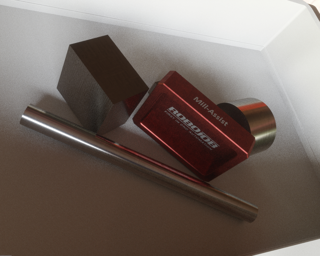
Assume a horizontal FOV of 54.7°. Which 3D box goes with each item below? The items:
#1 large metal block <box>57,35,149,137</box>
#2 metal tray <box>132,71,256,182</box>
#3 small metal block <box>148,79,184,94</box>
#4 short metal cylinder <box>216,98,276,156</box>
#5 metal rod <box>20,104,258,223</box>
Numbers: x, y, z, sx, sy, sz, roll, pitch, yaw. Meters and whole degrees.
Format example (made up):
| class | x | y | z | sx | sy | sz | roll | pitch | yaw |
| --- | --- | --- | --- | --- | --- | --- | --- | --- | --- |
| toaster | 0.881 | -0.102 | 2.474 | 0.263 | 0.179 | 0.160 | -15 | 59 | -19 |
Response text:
| class | x | y | z | sx | sy | sz | roll | pitch | yaw |
| --- | --- | --- | --- | --- | --- | --- | --- | --- | --- |
| large metal block | -0.070 | -0.046 | 0.360 | 0.050 | 0.080 | 0.080 | -30 | 79 | -38 |
| metal tray | 0.038 | 0.002 | 0.382 | 0.130 | 0.090 | 0.030 | 40 | 50 | -2 |
| small metal block | 0.019 | -0.044 | 0.441 | 0.050 | 0.025 | 0.050 | -22 | 74 | -36 |
| short metal cylinder | 0.111 | 0.001 | 0.430 | 0.050 | 0.080 | 0.080 | -13 | 69 | -33 |
| metal rod | -0.013 | 0.048 | 0.369 | 0.301 | 0.025 | 0.025 | 26 | 53 | -13 |
